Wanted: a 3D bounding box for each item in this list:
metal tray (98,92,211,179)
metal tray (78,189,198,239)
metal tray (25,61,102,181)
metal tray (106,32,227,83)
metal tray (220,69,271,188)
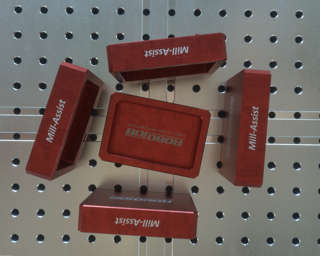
[{"bbox_3d":[-0.007,0.009,0.410,0.131,0.030,0.090,11,90,-1],"label":"metal tray"},{"bbox_3d":[-0.024,0.102,0.381,0.131,0.090,0.030,4,90,0],"label":"metal tray"},{"bbox_3d":[-0.113,-0.008,0.380,0.030,0.090,0.129,18,90,0],"label":"metal tray"},{"bbox_3d":[0.008,-0.083,0.380,0.131,0.090,0.030,-6,90,0],"label":"metal tray"},{"bbox_3d":[0.102,0.000,0.381,0.030,0.090,0.129,5,90,0],"label":"metal tray"}]
